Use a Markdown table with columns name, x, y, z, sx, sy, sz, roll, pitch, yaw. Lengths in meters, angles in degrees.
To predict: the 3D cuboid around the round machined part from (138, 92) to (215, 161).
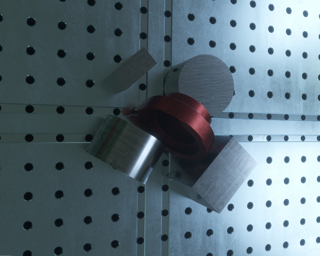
| name | x | y | z | sx | sy | sz | roll | pitch | yaw |
| --- | --- | --- | --- | --- | --- | --- | --- | --- | --- |
| round machined part | 0.024 | -0.006 | 0.384 | 0.098 | 0.098 | 0.042 | 43 | 64 | -16 |

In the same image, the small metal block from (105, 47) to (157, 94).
| name | x | y | z | sx | sy | sz | roll | pitch | yaw |
| --- | --- | --- | --- | --- | --- | --- | --- | --- | --- |
| small metal block | -0.037 | -0.071 | 0.386 | 0.050 | 0.050 | 0.025 | -44 | 104 | -15 |

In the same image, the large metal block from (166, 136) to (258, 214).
| name | x | y | z | sx | sy | sz | roll | pitch | yaw |
| --- | --- | --- | --- | --- | --- | --- | --- | --- | --- |
| large metal block | 0.066 | 0.056 | 0.410 | 0.050 | 0.080 | 0.080 | 45 | 76 | -15 |

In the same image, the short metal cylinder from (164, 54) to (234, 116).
| name | x | y | z | sx | sy | sz | roll | pitch | yaw |
| --- | --- | --- | --- | --- | --- | --- | --- | --- | --- |
| short metal cylinder | 0.052 | -0.055 | 0.419 | 0.081 | 0.050 | 0.079 | 0 | 90 | -21 |

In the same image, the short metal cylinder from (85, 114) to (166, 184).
| name | x | y | z | sx | sy | sz | roll | pitch | yaw |
| --- | --- | --- | --- | --- | --- | --- | --- | --- | --- |
| short metal cylinder | -0.040 | 0.026 | 0.369 | 0.080 | 0.080 | 0.050 | 33 | 79 | -18 |
